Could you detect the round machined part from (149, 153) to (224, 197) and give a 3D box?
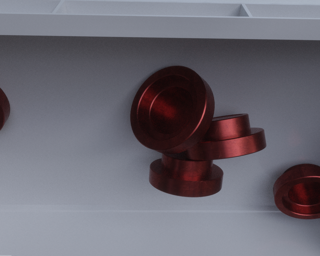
[{"bbox_3d":[0.036,0.053,0.415,0.099,0.098,0.042,4,102,-4],"label":"round machined part"}]

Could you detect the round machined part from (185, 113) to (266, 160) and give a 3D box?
[{"bbox_3d":[0.077,0.008,0.382,0.098,0.098,0.042,-9,94,7],"label":"round machined part"}]

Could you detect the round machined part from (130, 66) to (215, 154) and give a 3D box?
[{"bbox_3d":[0.017,-0.017,0.353,0.098,0.098,0.042,-30,148,23],"label":"round machined part"}]

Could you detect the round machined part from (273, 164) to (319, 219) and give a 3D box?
[{"bbox_3d":[0.224,0.093,0.474,0.099,0.042,0.097,5,129,7],"label":"round machined part"}]

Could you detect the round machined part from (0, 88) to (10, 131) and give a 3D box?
[{"bbox_3d":[-0.241,-0.022,0.376,0.099,0.042,0.097,-1,130,0],"label":"round machined part"}]
